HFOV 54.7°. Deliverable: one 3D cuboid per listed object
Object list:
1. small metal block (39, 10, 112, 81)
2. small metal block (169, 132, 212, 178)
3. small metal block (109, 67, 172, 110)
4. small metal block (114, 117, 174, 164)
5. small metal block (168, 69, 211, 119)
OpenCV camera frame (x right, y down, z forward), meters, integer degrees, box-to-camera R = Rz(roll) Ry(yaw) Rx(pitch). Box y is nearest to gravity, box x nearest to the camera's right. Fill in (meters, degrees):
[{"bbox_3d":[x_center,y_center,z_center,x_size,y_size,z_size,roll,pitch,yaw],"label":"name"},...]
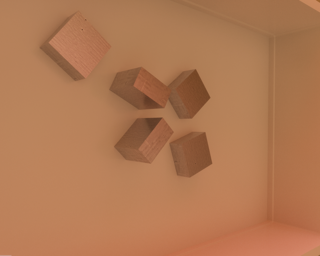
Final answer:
[{"bbox_3d":[-0.089,-0.087,0.333,0.050,0.025,0.050,46,62,-31],"label":"small metal block"},{"bbox_3d":[0.045,0.037,0.447,0.050,0.025,0.050,-24,105,-38],"label":"small metal block"},{"bbox_3d":[-0.024,-0.046,0.372,0.050,0.050,0.025,33,69,-35],"label":"small metal block"},{"bbox_3d":[-0.020,0.014,0.376,0.050,0.050,0.025,-53,121,-27],"label":"small metal block"},{"bbox_3d":[0.039,-0.048,0.442,0.050,0.025,0.050,-47,118,-30],"label":"small metal block"}]
